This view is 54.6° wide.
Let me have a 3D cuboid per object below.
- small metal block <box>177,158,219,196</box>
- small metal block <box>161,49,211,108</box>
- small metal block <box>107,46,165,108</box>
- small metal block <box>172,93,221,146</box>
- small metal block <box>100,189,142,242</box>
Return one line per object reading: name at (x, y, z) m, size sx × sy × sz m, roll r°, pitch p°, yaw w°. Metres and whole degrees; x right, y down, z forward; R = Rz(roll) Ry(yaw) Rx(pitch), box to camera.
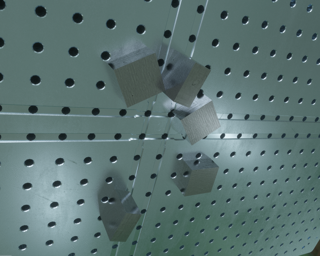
small metal block at (0.060, 0.078, 0.491) m, size 0.050 × 0.025 × 0.050 m, roll -2°, pitch 120°, yaw -27°
small metal block at (0.026, -0.060, 0.372) m, size 0.025 × 0.050 × 0.050 m, roll 18°, pitch 109°, yaw -35°
small metal block at (-0.027, -0.059, 0.360) m, size 0.050 × 0.025 × 0.050 m, roll -26°, pitch 128°, yaw -12°
small metal block at (0.051, -0.012, 0.431) m, size 0.050 × 0.025 × 0.050 m, roll -32°, pitch 129°, yaw -7°
small metal block at (-0.057, 0.124, 0.440) m, size 0.025 × 0.050 × 0.050 m, roll 19°, pitch 109°, yaw -35°
